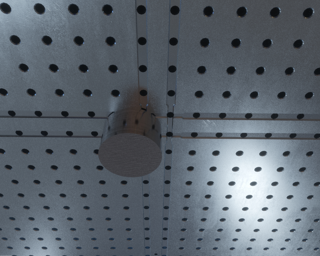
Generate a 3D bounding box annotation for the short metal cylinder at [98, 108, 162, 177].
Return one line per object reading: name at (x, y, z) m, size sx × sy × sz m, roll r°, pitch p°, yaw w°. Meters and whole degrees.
short metal cylinder at (-0.038, 0.020, 0.412) m, size 0.080 × 0.050 × 0.080 m, roll 0°, pitch 130°, yaw 0°
